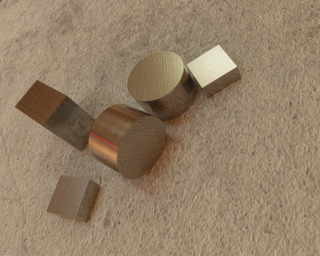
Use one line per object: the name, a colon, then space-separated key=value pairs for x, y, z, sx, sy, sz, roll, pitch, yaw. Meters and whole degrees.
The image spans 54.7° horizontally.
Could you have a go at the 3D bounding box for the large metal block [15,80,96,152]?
large metal block: x=-0.148 y=-0.018 z=0.455 sx=0.080 sy=0.080 sz=0.050 roll=26 pitch=76 yaw=36

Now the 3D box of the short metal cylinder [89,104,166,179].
short metal cylinder: x=-0.038 y=0.015 z=0.378 sx=0.050 sy=0.080 sz=0.080 roll=24 pitch=74 yaw=36

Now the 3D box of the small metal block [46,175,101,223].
small metal block: x=-0.113 y=0.092 z=0.405 sx=0.050 sy=0.025 sz=0.050 roll=2 pitch=63 yaw=29

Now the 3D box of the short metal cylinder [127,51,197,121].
short metal cylinder: x=0.003 y=-0.056 z=0.420 sx=0.080 sy=0.050 sz=0.080 roll=-13 pitch=56 yaw=20

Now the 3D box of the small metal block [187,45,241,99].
small metal block: x=0.071 y=-0.075 z=0.412 sx=0.050 sy=0.025 sz=0.050 roll=-31 pitch=52 yaw=7
